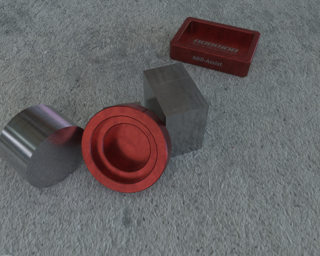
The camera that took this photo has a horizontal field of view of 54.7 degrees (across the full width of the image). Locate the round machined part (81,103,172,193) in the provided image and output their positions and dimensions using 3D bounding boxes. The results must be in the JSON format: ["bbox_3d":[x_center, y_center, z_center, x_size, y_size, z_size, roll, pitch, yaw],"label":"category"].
[{"bbox_3d":[-0.035,0.020,0.352,0.098,0.097,0.042,14,15,11],"label":"round machined part"}]

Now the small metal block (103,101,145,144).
[{"bbox_3d":[-0.045,-0.005,0.407,0.050,0.025,0.050,-10,51,-9],"label":"small metal block"}]

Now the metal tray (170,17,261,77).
[{"bbox_3d":[0.092,-0.138,0.516,0.130,0.030,0.090,18,52,14],"label":"metal tray"}]

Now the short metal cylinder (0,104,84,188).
[{"bbox_3d":[-0.129,0.020,0.350,0.050,0.080,0.080,33,57,24],"label":"short metal cylinder"}]

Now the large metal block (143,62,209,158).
[{"bbox_3d":[0.016,-0.021,0.386,0.050,0.080,0.080,-15,52,-13],"label":"large metal block"}]
